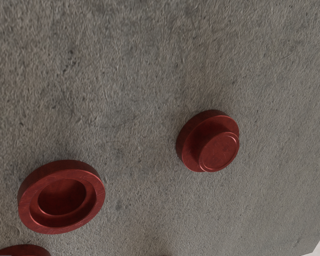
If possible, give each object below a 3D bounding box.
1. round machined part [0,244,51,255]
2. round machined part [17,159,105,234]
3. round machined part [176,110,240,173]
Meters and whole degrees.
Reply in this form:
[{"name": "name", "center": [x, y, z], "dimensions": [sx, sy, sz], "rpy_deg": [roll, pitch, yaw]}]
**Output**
[{"name": "round machined part", "center": [-0.195, 0.209, 0.419], "dimensions": [0.099, 0.042, 0.097], "rpy_deg": [-14, 124, -21]}, {"name": "round machined part", "center": [-0.121, 0.079, 0.378], "dimensions": [0.099, 0.042, 0.097], "rpy_deg": [-14, 124, -21]}, {"name": "round machined part", "center": [0.076, 0.026, 0.453], "dimensions": [0.099, 0.042, 0.097], "rpy_deg": [-14, 124, -21]}]
